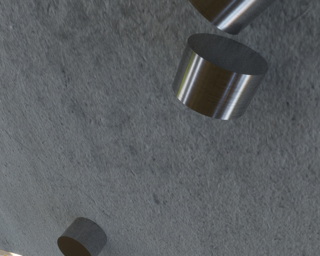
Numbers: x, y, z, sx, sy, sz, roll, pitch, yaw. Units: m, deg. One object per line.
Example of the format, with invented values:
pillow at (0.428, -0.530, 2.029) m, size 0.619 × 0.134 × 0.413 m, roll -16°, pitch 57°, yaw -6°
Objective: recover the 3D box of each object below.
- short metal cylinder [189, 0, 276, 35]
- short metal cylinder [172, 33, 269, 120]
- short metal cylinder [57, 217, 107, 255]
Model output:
short metal cylinder at (0.059, -0.127, 0.261) m, size 0.080 × 0.080 × 0.050 m, roll 46°, pitch 129°, yaw -5°
short metal cylinder at (0.058, -0.053, 0.307) m, size 0.080 × 0.080 × 0.050 m, roll 27°, pitch 128°, yaw 11°
short metal cylinder at (-0.151, 0.223, 0.606) m, size 0.080 × 0.050 × 0.079 m, roll 13°, pitch 124°, yaw 20°
